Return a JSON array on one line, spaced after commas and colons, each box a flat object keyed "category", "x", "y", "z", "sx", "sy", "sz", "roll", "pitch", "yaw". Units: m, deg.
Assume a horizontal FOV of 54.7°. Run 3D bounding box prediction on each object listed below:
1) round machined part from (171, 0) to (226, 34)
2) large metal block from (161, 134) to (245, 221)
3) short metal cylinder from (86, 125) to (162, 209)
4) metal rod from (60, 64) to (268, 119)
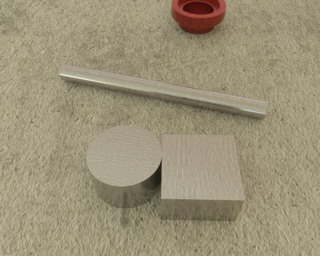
[{"category": "round machined part", "x": 0.069, "y": -0.210, "z": 0.569, "sx": 0.099, "sy": 0.042, "sz": 0.098, "roll": 0, "pitch": 50, "yaw": 0}, {"category": "large metal block", "x": 0.042, "y": 0.054, "z": 0.342, "sx": 0.081, "sy": 0.050, "sz": 0.080, "roll": 1, "pitch": 50, "yaw": 0}, {"category": "short metal cylinder", "x": -0.038, "y": 0.043, "z": 0.350, "sx": 0.081, "sy": 0.050, "sz": 0.080, "roll": 0, "pitch": 50, "yaw": 0}, {"category": "metal rod", "x": -0.001, "y": -0.055, "z": 0.448, "sx": 0.301, "sy": 0.025, "sz": 0.025, "roll": 12, "pitch": 51, "yaw": 9}]
